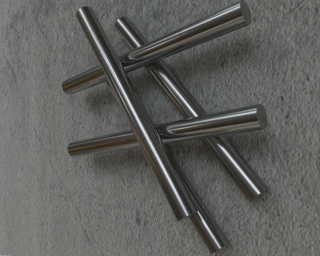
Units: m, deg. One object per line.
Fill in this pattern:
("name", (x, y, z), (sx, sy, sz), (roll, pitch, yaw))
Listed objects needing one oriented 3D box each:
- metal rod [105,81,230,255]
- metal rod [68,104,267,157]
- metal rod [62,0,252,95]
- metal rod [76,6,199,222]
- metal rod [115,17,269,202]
("metal rod", (-0.007, 0.022, 0.410), (0.025, 0.025, 0.299), (-48, 62, 29))
("metal rod", (-0.018, 0.011, 0.387), (0.300, 0.025, 0.025), (-11, 83, 39))
("metal rod", (-0.030, -0.089, 0.397), (0.300, 0.025, 0.025), (-12, 83, 39))
("metal rod", (-0.037, -0.033, 0.370), (0.025, 0.025, 0.299), (-42, 65, 32))
("metal rod", (0.024, -0.040, 0.384), (0.025, 0.025, 0.299), (-50, 61, 28))
